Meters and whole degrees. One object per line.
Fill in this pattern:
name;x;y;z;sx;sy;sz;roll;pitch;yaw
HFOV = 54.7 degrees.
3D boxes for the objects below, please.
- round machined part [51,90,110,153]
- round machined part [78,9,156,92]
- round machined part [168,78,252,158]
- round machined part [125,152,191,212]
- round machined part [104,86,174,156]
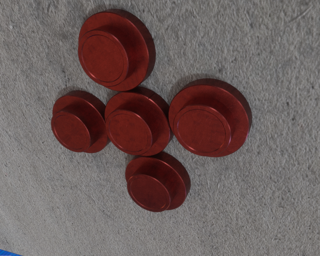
round machined part;-0.119;-0.003;0.456;0.098;0.042;0.097;13;124;20
round machined part;-0.058;-0.089;0.372;0.098;0.042;0.097;13;124;20
round machined part;0.054;-0.005;0.365;0.098;0.042;0.097;13;124;20
round machined part;-0.008;0.083;0.451;0.098;0.042;0.097;13;124;20
round machined part;-0.032;-0.003;0.411;0.098;0.042;0.097;13;124;20
